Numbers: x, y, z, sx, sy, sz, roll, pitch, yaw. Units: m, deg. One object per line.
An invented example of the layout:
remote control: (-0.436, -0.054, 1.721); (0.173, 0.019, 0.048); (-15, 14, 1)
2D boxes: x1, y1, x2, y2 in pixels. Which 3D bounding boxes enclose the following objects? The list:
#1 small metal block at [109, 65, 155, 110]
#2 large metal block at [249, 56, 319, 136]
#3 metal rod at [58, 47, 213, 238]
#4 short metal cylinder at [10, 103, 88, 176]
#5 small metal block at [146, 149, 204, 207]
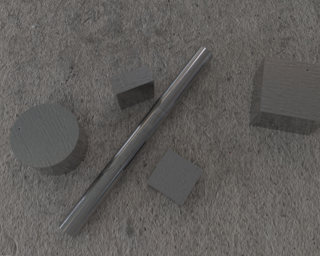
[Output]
small metal block: (-0.036, -0.053, 0.414); (0.050, 0.050, 0.025); (-22, 72, -8)
large metal block: (0.169, -0.042, 0.412); (0.080, 0.050, 0.080); (10, 70, 3)
metal rod: (-0.022, 0.007, 0.405); (0.025, 0.025, 0.300); (34, 73, 11)
short metal cylinder: (-0.136, 0.016, 0.388); (0.081, 0.050, 0.080); (0, 70, 0)
small metal block: (0.018, 0.062, 0.386); (0.050, 0.025, 0.050); (31, 73, 10)
